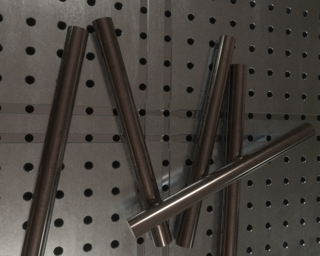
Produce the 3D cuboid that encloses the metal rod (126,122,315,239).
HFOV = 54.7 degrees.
[{"bbox_3d":[0.095,0.062,0.421,0.302,0.025,0.025,-25,99,-19],"label":"metal rod"}]

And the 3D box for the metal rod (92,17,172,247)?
[{"bbox_3d":[-0.034,0.009,0.400,0.025,0.025,0.298,-17,96,-20],"label":"metal rod"}]

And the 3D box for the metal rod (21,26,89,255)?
[{"bbox_3d":[-0.126,0.027,0.366,0.025,0.025,0.298,12,86,-20],"label":"metal rod"}]

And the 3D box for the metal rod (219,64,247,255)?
[{"bbox_3d":[0.107,0.057,0.453,0.025,0.025,0.298,4,89,-20],"label":"metal rod"}]

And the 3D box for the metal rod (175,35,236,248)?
[{"bbox_3d":[0.065,0.016,0.438,0.025,0.025,0.298,14,85,-20],"label":"metal rod"}]
